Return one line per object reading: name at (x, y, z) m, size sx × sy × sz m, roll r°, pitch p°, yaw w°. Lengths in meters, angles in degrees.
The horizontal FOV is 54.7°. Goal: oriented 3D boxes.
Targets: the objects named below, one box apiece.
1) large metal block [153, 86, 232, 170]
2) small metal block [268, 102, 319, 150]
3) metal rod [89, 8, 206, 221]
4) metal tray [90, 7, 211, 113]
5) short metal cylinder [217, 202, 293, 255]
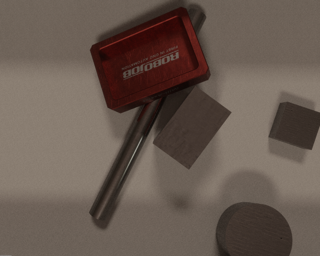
large metal block at (0.036, 0.000, 0.384) m, size 0.050 × 0.080 × 0.080 m, roll 37°, pitch 90°, yaw -1°
small metal block at (0.181, -0.003, 0.414) m, size 0.050 × 0.025 × 0.050 m, roll 19°, pitch 90°, yaw -1°
metal rod at (-0.016, -0.018, 0.411) m, size 0.025 × 0.025 × 0.299 m, roll 26°, pitch 90°, yaw -1°
metal tray at (-0.013, -0.083, 0.388) m, size 0.130 × 0.030 × 0.090 m, roll -20°, pitch 79°, yaw 10°
short metal cylinder at (0.117, 0.136, 0.393) m, size 0.081 × 0.050 × 0.080 m, roll 0°, pitch 79°, yaw -2°
